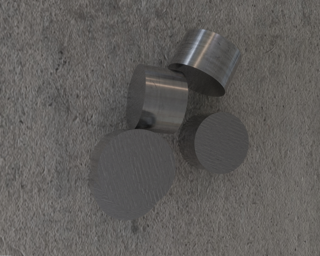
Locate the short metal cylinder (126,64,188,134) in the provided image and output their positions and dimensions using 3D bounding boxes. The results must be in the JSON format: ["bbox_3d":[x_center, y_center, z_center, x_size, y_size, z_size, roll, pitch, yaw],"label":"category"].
[{"bbox_3d":[-0.006,-0.034,0.377,0.050,0.080,0.080,7,88,-20],"label":"short metal cylinder"}]

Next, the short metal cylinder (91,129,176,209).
[{"bbox_3d":[-0.030,0.041,0.331,0.081,0.050,0.080,0,90,-20],"label":"short metal cylinder"}]

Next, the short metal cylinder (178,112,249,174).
[{"bbox_3d":[0.072,0.019,0.422,0.081,0.050,0.080,0,90,-20],"label":"short metal cylinder"}]

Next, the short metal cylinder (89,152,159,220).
[{"bbox_3d":[-0.044,0.066,0.380,0.081,0.050,0.080,0,90,-20],"label":"short metal cylinder"}]

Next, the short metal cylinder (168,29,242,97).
[{"bbox_3d":[0.057,-0.082,0.401,0.080,0.080,0.050,30,81,-18],"label":"short metal cylinder"}]
